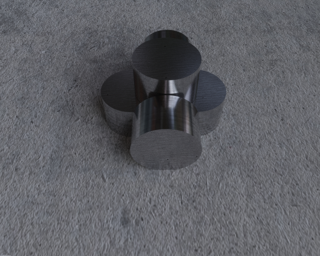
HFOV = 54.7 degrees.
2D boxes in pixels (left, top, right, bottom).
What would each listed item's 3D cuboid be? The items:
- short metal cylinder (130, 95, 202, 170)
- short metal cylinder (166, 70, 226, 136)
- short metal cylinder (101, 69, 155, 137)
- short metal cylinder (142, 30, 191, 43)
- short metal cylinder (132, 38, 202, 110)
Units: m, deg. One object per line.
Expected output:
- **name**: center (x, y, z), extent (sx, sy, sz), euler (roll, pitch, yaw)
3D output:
- **short metal cylinder**: center (0.007, 0.007, 0.363), extent (0.081, 0.080, 0.050), euler (0, 50, 0)
- **short metal cylinder**: center (0.045, -0.034, 0.418), extent (0.081, 0.050, 0.080), euler (0, 50, 0)
- **short metal cylinder**: center (-0.035, -0.034, 0.416), extent (0.081, 0.050, 0.080), euler (0, 50, 0)
- **short metal cylinder**: center (0.010, -0.093, 0.448), extent (0.081, 0.080, 0.050), euler (0, 50, -1)
- **short metal cylinder**: center (0.008, -0.066, 0.378), extent (0.081, 0.050, 0.080), euler (0, 50, 0)
